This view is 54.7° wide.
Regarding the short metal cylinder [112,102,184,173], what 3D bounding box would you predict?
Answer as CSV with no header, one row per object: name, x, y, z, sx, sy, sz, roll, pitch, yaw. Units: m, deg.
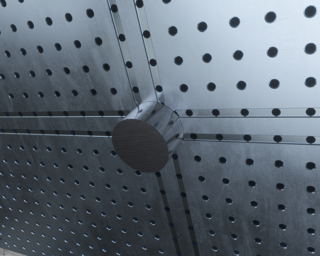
short metal cylinder,-0.016,0.012,0.408,0.080,0.050,0.079,13,124,20
